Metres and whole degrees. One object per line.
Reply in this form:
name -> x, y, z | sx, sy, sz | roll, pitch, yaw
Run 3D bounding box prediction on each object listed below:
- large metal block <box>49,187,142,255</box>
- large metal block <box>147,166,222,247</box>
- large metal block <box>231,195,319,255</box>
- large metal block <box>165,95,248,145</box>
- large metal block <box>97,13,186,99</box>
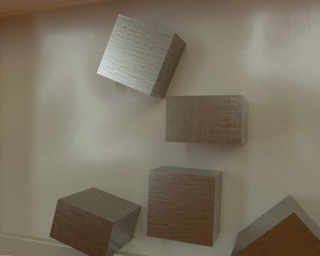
large metal block -> -0.082, 0.122, 0.410 | 0.080, 0.080, 0.050 | 16, 96, 19
large metal block -> 0.032, 0.093, 0.386 | 0.080, 0.050, 0.079 | 3, 91, 20
large metal block -> 0.128, 0.125, 0.336 | 0.080, 0.080, 0.050 | -43, 77, 15
large metal block -> 0.058, -0.009, 0.361 | 0.080, 0.080, 0.050 | 1, 91, 20
large metal block -> -0.023, -0.092, 0.405 | 0.080, 0.050, 0.080 | 25, 98, 18
